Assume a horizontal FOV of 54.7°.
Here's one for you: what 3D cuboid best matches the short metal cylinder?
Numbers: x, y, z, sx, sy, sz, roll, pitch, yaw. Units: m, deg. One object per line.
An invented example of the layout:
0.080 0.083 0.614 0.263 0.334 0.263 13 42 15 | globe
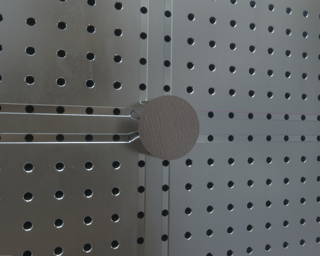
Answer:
0.004 -0.001 0.402 0.081 0.050 0.079 0 90 -21 | short metal cylinder
